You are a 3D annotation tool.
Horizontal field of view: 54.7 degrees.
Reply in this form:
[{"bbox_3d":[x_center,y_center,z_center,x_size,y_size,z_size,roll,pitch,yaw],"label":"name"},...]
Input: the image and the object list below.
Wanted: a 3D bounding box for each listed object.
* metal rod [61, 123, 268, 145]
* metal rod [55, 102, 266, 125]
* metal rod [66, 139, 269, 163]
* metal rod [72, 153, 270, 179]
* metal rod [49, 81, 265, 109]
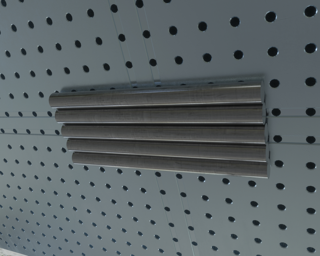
[{"bbox_3d":[-0.013,0.005,0.420,0.301,0.025,0.025,1,119,27],"label":"metal rod"},{"bbox_3d":[-0.019,-0.017,0.409,0.301,0.025,0.025,1,119,27],"label":"metal rod"},{"bbox_3d":[-0.008,0.027,0.431,0.301,0.025,0.025,1,119,27],"label":"metal rod"},{"bbox_3d":[-0.003,0.048,0.441,0.300,0.025,0.025,0,119,27],"label":"metal rod"},{"bbox_3d":[-0.024,-0.039,0.398,0.301,0.025,0.025,1,119,27],"label":"metal rod"}]
